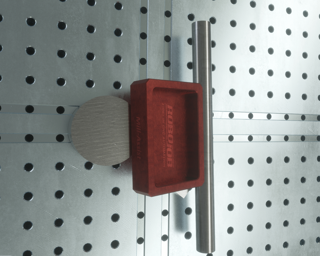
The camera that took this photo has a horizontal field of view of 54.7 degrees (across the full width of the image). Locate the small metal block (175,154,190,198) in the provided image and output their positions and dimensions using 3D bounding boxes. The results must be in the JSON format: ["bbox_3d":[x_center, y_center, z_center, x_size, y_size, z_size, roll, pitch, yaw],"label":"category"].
[{"bbox_3d":[0.024,0.059,0.422,0.050,0.025,0.050,41,77,-16],"label":"small metal block"}]

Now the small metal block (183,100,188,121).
[{"bbox_3d":[0.033,-0.029,0.426,0.050,0.025,0.050,-16,96,-20],"label":"small metal block"}]

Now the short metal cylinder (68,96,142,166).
[{"bbox_3d":[-0.068,0.003,0.374,0.081,0.050,0.079,0,90,-21],"label":"short metal cylinder"}]

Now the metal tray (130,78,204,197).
[{"bbox_3d":[0.011,0.010,0.373,0.091,0.030,0.129,-2,91,-40],"label":"metal tray"}]

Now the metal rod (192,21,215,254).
[{"bbox_3d":[0.057,0.012,0.408,0.025,0.025,0.298,-1,91,-20],"label":"metal rod"}]
